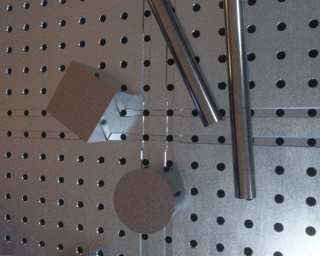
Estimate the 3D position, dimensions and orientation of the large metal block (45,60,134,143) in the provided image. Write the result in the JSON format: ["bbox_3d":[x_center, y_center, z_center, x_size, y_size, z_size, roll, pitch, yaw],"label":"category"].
[{"bbox_3d":[-0.098,-0.036,0.434,0.080,0.050,0.080,35,101,16],"label":"large metal block"}]

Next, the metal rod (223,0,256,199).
[{"bbox_3d":[0.095,-0.065,0.378,0.025,0.025,0.298,-4,89,20],"label":"metal rod"}]

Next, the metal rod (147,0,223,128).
[{"bbox_3d":[0.009,-0.141,0.409,0.025,0.025,0.299,-26,82,18],"label":"metal rod"}]

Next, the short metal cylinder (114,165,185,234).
[{"bbox_3d":[-0.013,0.090,0.404,0.080,0.050,0.079,0,90,20],"label":"short metal cylinder"}]
